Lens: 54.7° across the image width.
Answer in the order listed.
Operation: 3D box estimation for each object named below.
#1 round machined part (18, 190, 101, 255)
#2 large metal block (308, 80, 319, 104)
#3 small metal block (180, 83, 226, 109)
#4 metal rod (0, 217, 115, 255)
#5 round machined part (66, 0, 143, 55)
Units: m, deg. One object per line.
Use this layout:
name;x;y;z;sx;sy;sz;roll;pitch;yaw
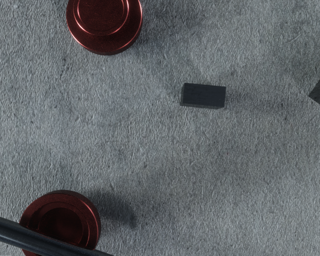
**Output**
round machined part;-0.125;0.128;0.400;0.099;0.042;0.097;0;90;0
large metal block;0.259;-0.053;0.399;0.080;0.050;0.080;35;90;0
small metal block;0.054;-0.040;0.398;0.050;0.050;0.025;6;90;0
metal rod;-0.120;0.143;0.366;0.302;0.025;0.025;19;90;-1
round machined part;-0.073;-0.147;0.401;0.099;0.042;0.097;0;90;0
